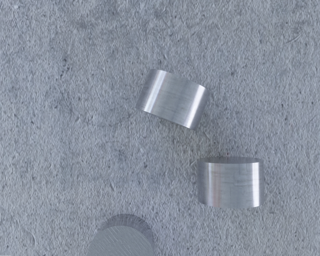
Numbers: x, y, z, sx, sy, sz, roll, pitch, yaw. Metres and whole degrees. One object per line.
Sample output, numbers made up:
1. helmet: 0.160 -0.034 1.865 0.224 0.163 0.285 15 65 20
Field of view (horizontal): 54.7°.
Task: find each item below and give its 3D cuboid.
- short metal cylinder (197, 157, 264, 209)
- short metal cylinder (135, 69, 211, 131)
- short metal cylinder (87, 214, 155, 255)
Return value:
1. short metal cylinder: 0.087 0.064 0.383 0.081 0.080 0.050 -1 90 0
2. short metal cylinder: 0.016 -0.033 0.382 0.080 0.080 0.050 21 90 0
3. short metal cylinder: -0.048 0.157 0.397 0.081 0.050 0.080 0 90 0
